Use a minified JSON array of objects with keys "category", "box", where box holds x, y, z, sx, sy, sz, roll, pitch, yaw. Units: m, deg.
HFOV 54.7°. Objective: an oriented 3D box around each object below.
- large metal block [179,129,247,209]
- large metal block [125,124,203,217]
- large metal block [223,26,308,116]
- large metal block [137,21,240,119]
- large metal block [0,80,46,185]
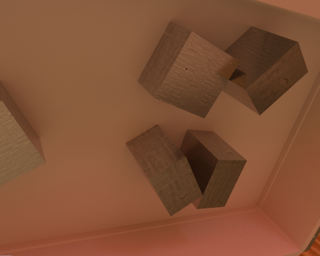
[{"category":"large metal block","box":[0.066,0.058,0.447,0.050,0.080,0.079,5,116,-31]},{"category":"large metal block","box":[0.005,0.055,0.412,0.050,0.080,0.080,-32,129,-8]},{"category":"large metal block","box":[0.122,-0.075,0.396,0.080,0.080,0.050,-42,130,1]},{"category":"large metal block","box":[0.034,-0.067,0.371,0.080,0.050,0.080,19,108,-36]},{"category":"large metal block","box":[-0.173,0.012,0.306,0.080,0.050,0.080,-28,128,-11]}]
